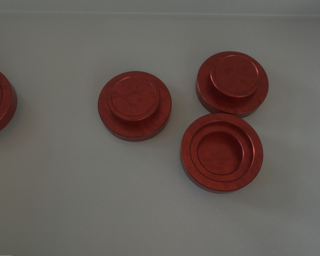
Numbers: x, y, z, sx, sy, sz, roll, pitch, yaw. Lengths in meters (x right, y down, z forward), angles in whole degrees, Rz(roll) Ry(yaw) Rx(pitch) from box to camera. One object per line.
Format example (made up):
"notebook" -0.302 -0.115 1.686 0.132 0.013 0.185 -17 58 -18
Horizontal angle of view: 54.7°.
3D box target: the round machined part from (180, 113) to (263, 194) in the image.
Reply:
"round machined part" 0.074 0.033 0.389 0.099 0.042 0.098 0 70 0

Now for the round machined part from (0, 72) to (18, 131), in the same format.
"round machined part" -0.238 -0.030 0.408 0.099 0.042 0.098 1 70 -3

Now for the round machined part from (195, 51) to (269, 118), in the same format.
"round machined part" 0.100 -0.064 0.425 0.099 0.042 0.098 0 70 0

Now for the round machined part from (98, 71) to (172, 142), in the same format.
"round machined part" -0.034 -0.034 0.413 0.099 0.042 0.098 0 70 0
